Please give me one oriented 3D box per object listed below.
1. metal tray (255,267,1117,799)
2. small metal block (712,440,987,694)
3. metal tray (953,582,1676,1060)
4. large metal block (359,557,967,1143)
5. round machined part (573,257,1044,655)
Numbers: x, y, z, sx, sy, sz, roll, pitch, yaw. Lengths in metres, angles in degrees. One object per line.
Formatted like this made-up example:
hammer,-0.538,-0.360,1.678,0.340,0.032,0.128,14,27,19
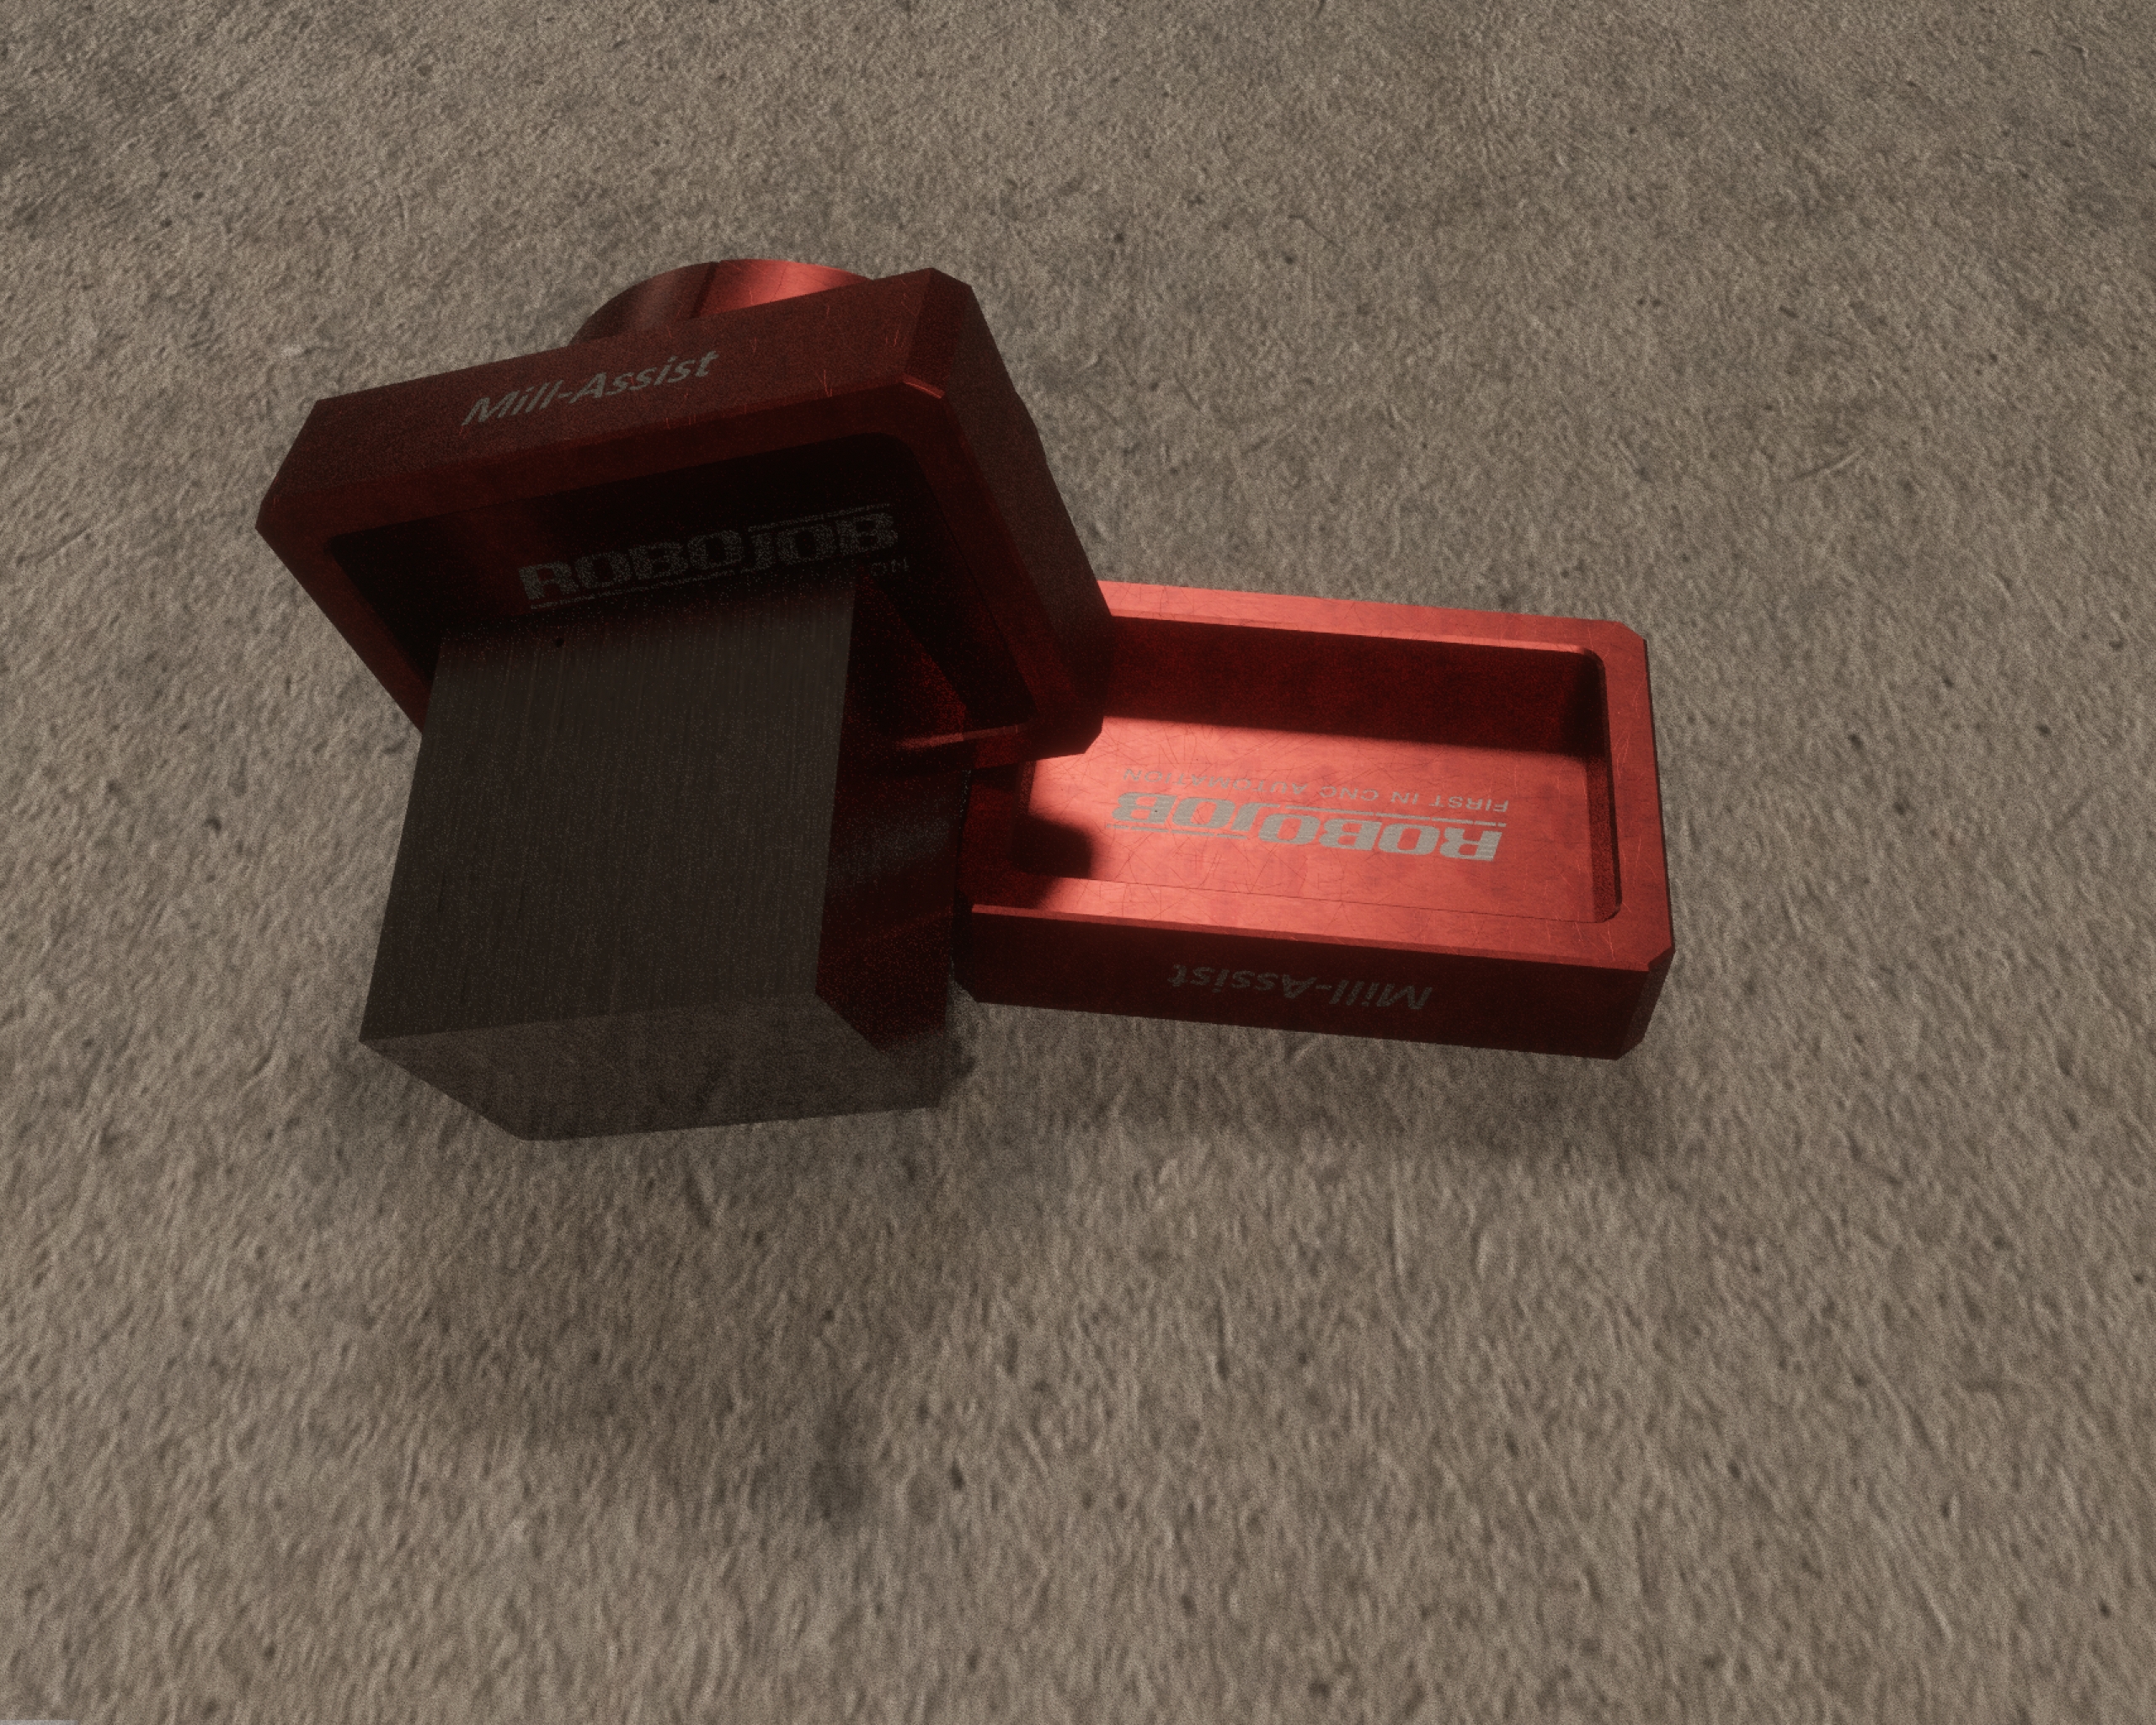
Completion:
metal tray,-0.068,-0.052,0.383,0.130,0.090,0.030,-7,49,18
small metal block,-0.049,-0.066,0.460,0.050,0.025,0.050,5,50,4
metal tray,0.046,-0.011,0.411,0.131,0.030,0.090,5,50,3
large metal block,-0.068,0.000,0.363,0.080,0.050,0.080,-7,61,17
round machined part,-0.054,-0.077,0.407,0.099,0.097,0.042,5,50,3
